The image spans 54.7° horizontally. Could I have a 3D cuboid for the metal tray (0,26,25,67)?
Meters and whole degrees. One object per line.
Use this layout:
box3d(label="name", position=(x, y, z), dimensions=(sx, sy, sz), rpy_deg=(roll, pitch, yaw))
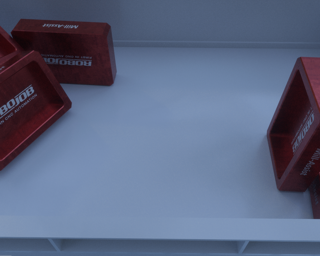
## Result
box3d(label="metal tray", position=(-0.248, -0.118, 0.382), dimensions=(0.130, 0.030, 0.090), rpy_deg=(46, 35, -11))

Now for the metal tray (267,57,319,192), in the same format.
box3d(label="metal tray", position=(0.154, 0.000, 0.338), dimensions=(0.030, 0.129, 0.090), rpy_deg=(3, 50, 3))

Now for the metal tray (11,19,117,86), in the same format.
box3d(label="metal tray", position=(-0.134, -0.108, 0.452), dimensions=(0.131, 0.089, 0.030), rpy_deg=(3, 49, 3))

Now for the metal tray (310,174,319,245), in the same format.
box3d(label="metal tray", position=(0.216, 0.070, 0.339), dimensions=(0.090, 0.030, 0.130), rpy_deg=(9, 48, 7))

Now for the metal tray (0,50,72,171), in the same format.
box3d(label="metal tray", position=(-0.181, -0.024, 0.378), dimensions=(0.030, 0.090, 0.130), rpy_deg=(8, 46, 38))
